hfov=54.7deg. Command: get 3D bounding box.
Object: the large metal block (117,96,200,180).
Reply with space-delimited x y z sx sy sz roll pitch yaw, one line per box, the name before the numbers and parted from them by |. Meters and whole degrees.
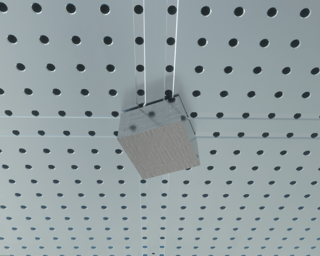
large metal block | 0.000 0.015 0.404 0.080 0.050 0.080 -16 129 13
